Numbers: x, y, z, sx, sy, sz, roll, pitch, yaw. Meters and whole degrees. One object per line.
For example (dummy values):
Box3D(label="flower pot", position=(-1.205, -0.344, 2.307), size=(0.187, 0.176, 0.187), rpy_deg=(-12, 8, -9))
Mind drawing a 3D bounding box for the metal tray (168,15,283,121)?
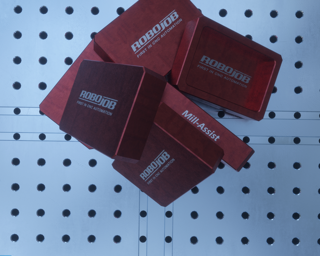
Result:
Box3D(label="metal tray", position=(0.083, -0.070, 0.387), size=(0.131, 0.030, 0.090), rpy_deg=(18, 90, -23))

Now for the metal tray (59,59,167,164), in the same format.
Box3D(label="metal tray", position=(-0.058, -0.024, 0.337), size=(0.030, 0.130, 0.090), rpy_deg=(19, 90, -42))

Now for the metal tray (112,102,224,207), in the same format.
Box3D(label="metal tray", position=(0.003, 0.038, 0.365), size=(0.090, 0.129, 0.030), rpy_deg=(38, 51, 0))

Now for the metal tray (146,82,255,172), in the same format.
Box3D(label="metal tray", position=(0.044, -0.003, 0.380), size=(0.130, 0.090, 0.030), rpy_deg=(38, 90, 0))

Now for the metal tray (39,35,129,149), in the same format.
Box3D(label="metal tray", position=(-0.081, -0.048, 0.410), size=(0.090, 0.030, 0.130), rpy_deg=(39, 90, -1))

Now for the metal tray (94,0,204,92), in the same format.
Box3D(label="metal tray", position=(-0.007, -0.114, 0.392), size=(0.130, 0.030, 0.090), rpy_deg=(-44, 93, -14))
